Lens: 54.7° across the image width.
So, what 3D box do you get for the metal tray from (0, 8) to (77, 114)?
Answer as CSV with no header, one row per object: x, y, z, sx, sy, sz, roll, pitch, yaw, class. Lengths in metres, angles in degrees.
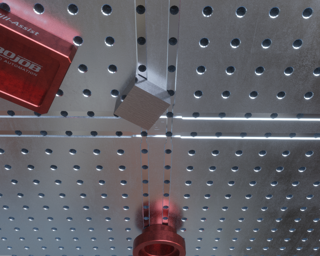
-0.171,-0.078,0.339,0.131,0.030,0.089,25,126,-20,metal tray

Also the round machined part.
-0.001,0.219,0.587,0.099,0.042,0.097,0,130,0,round machined part

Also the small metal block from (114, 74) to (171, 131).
-0.022,-0.031,0.385,0.050,0.025,0.050,27,125,-21,small metal block
